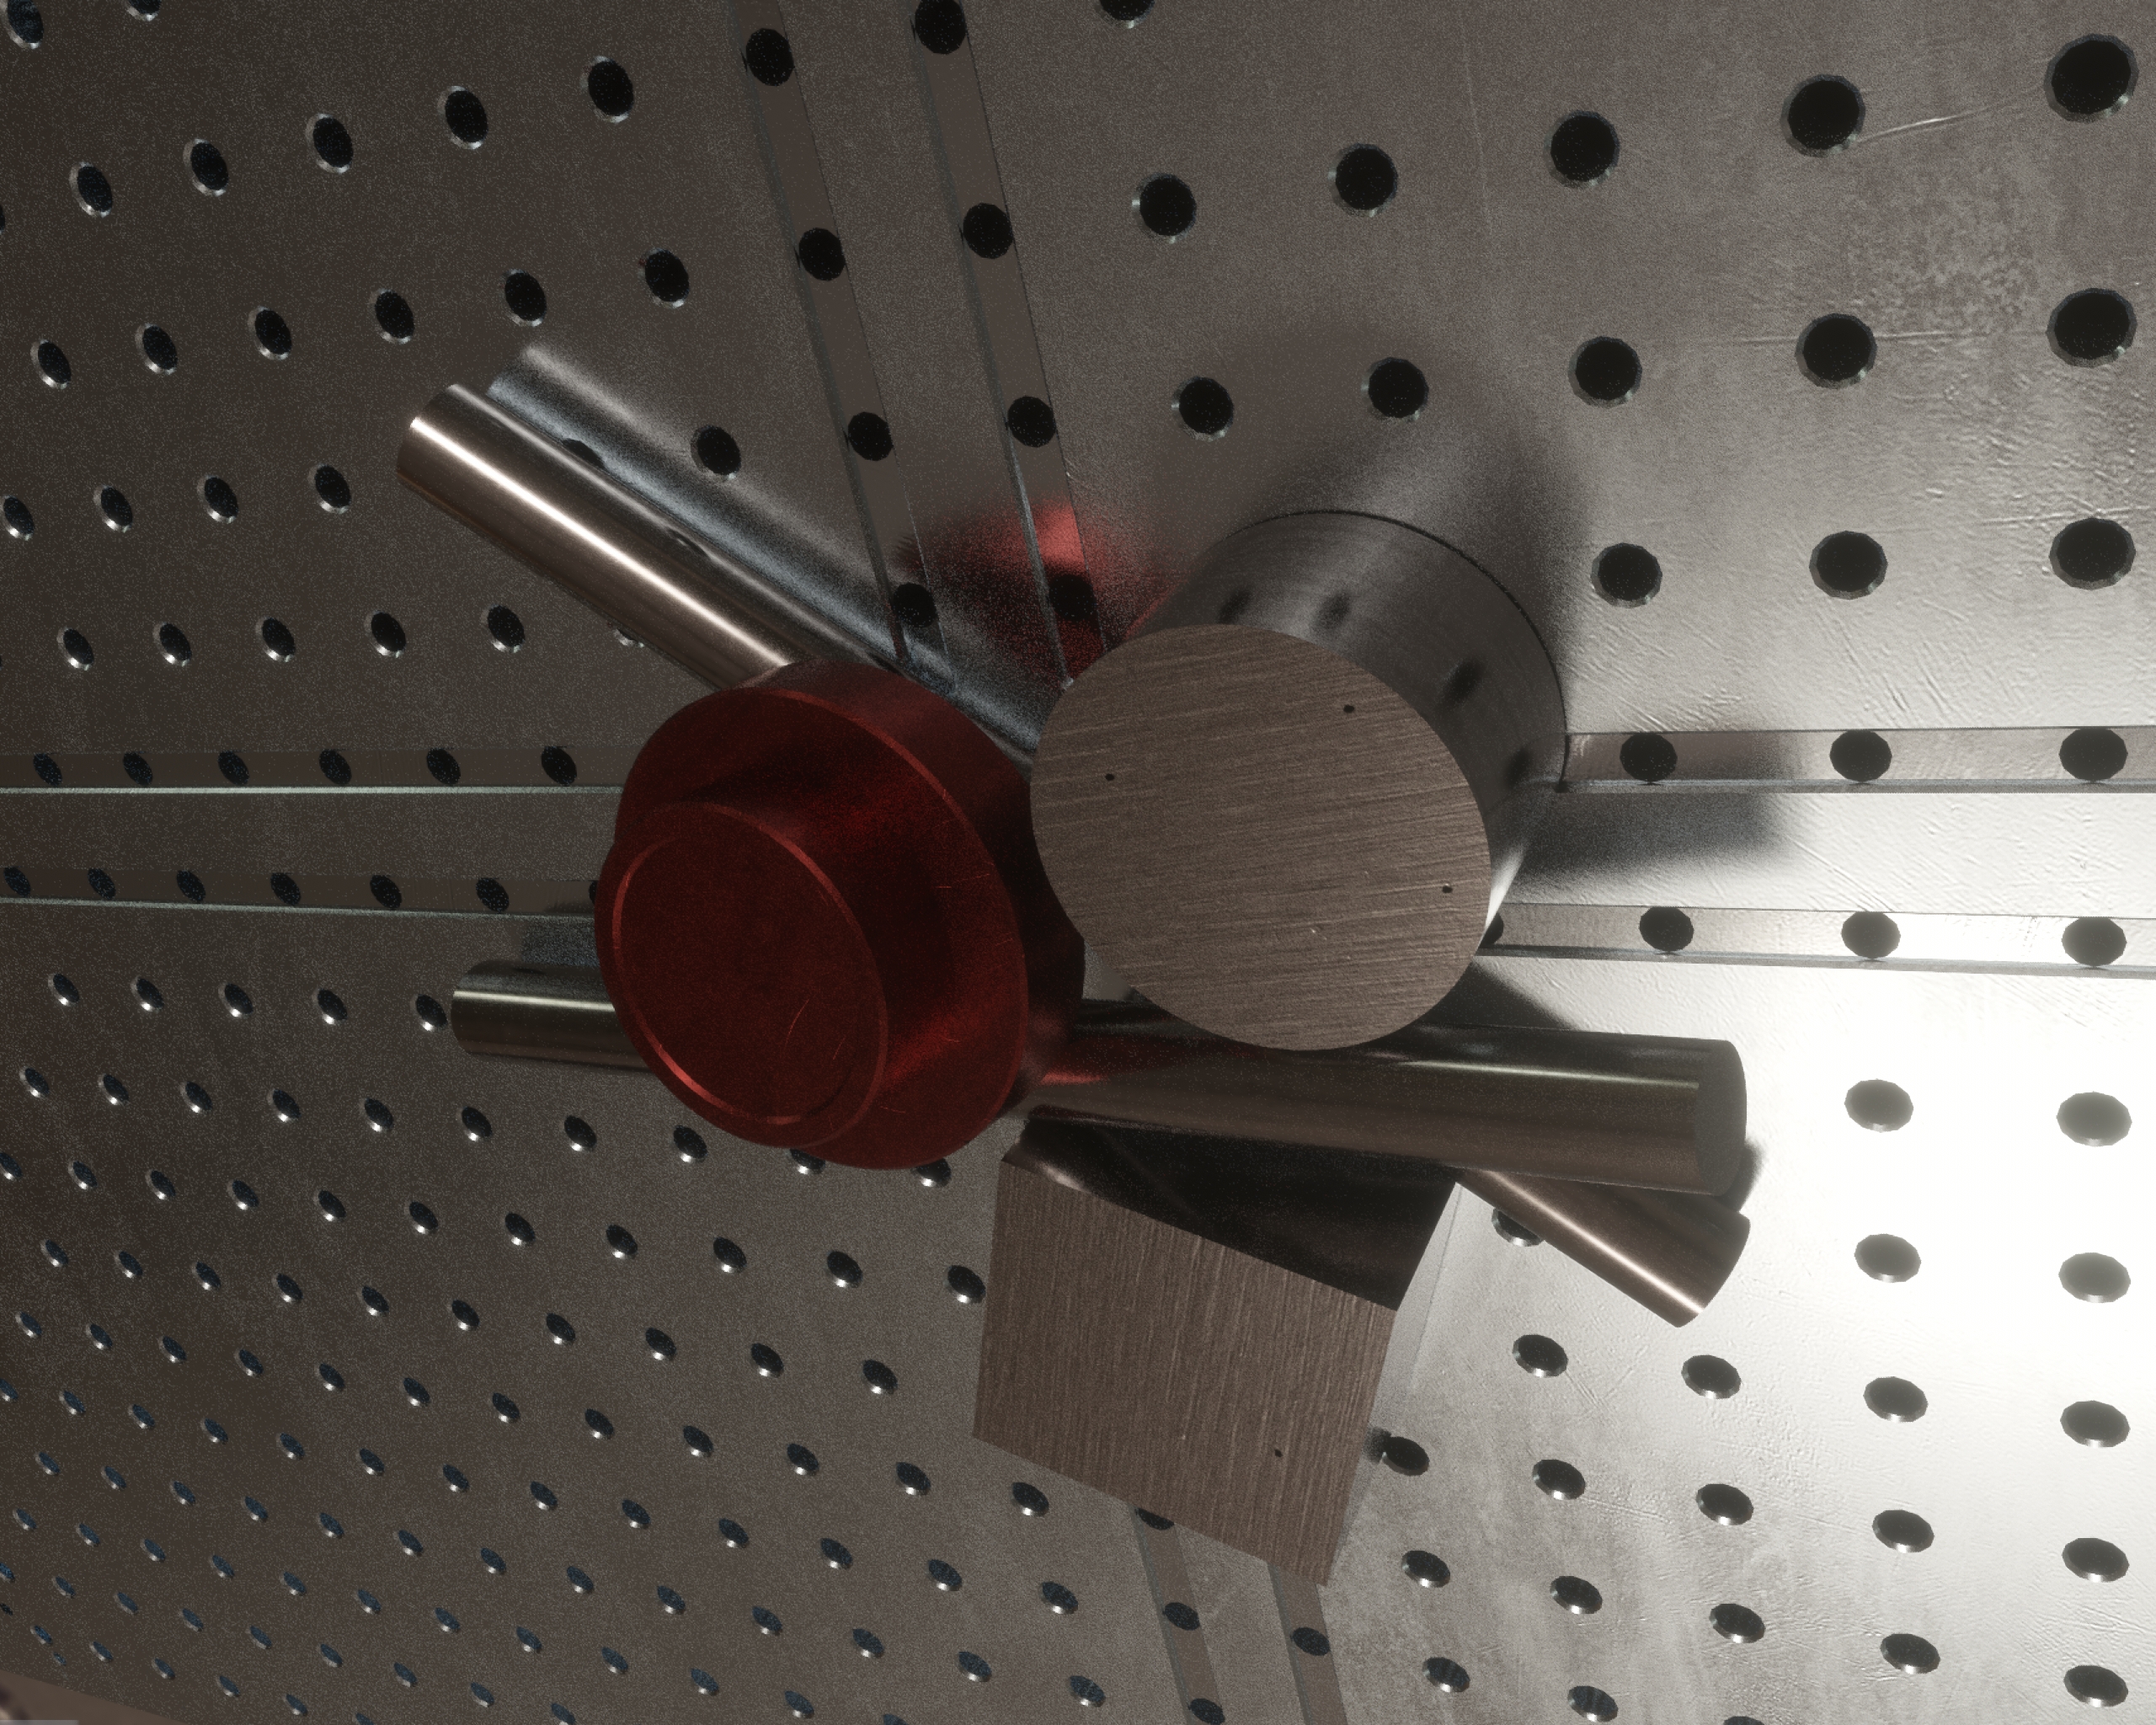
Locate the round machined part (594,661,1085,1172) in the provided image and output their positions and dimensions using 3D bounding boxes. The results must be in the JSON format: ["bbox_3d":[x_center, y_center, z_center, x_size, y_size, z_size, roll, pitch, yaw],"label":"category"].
[{"bbox_3d":[-0.051,0.015,0.391,0.098,0.042,0.097,14,117,29],"label":"round machined part"}]

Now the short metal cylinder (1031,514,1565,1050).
[{"bbox_3d":[0.039,-0.014,0.363,0.080,0.050,0.079,13,124,20],"label":"short metal cylinder"}]

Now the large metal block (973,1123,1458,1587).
[{"bbox_3d":[0.028,0.090,0.432,0.080,0.050,0.079,18,126,17],"label":"large metal block"}]

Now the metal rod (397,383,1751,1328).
[{"bbox_3d":[-0.005,-0.005,0.410,0.301,0.025,0.025,33,129,5],"label":"metal rod"}]

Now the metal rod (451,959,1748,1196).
[{"bbox_3d":[-0.020,0.038,0.420,0.300,0.025,0.025,1,119,35],"label":"metal rod"}]
